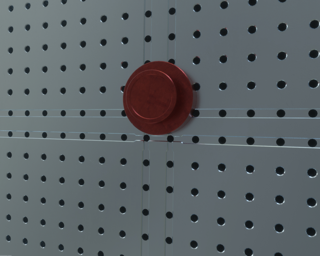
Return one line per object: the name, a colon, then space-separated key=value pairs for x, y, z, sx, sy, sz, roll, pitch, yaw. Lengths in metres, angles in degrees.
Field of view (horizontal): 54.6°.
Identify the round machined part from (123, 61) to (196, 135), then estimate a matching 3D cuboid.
round machined part: x=-0.005 y=-0.039 z=0.406 sx=0.098 sy=0.042 sz=0.097 roll=0 pitch=90 yaw=20
